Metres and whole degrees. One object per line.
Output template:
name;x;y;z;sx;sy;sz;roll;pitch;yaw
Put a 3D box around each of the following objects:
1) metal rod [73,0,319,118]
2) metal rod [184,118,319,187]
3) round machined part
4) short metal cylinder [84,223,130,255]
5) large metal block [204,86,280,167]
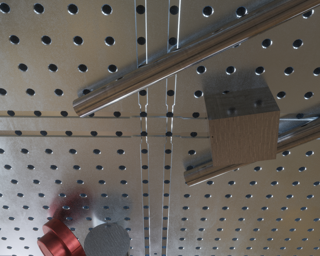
metal rod;0.031;-0.080;0.343;0.300;0.025;0.025;-23;127;18
metal rod;0.171;0.019;0.429;0.300;0.025;0.025;-25;126;19
round machined part;-0.177;0.211;0.544;0.098;0.042;0.097;27;134;31
short metal cylinder;-0.095;0.222;0.563;0.081;0.080;0.050;3;130;-3
large metal block;0.102;-0.001;0.396;0.080;0.050;0.080;-8;130;6
